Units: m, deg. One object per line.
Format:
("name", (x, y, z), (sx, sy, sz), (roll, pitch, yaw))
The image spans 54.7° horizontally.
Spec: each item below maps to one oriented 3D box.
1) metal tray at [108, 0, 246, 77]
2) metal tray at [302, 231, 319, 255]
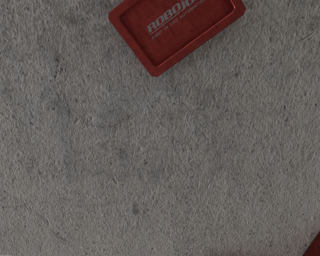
("metal tray", (0.019, -0.132, 0.358), (0.130, 0.030, 0.090), (-34, 107, 11))
("metal tray", (0.300, 0.212, 0.487), (0.131, 0.030, 0.089), (20, 109, -8))
